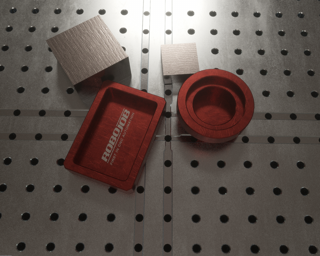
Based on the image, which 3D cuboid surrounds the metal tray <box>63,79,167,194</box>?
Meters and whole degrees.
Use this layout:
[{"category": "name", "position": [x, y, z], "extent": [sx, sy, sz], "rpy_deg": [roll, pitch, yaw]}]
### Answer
[{"category": "metal tray", "position": [-0.055, 0.009, 0.404], "extent": [0.090, 0.030, 0.130], "rpy_deg": [19, 71, 6]}]

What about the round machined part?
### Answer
[{"category": "round machined part", "position": [0.071, -0.026, 0.413], "extent": [0.099, 0.042, 0.098], "rpy_deg": [0, 70, -1]}]

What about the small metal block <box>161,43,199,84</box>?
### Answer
[{"category": "small metal block", "position": [0.028, -0.093, 0.446], "extent": [0.050, 0.025, 0.050], "rpy_deg": [-4, 70, -2]}]

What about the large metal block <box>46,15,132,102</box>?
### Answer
[{"category": "large metal block", "position": [-0.097, -0.097, 0.433], "extent": [0.080, 0.050, 0.080], "rpy_deg": [-31, 73, -11]}]
